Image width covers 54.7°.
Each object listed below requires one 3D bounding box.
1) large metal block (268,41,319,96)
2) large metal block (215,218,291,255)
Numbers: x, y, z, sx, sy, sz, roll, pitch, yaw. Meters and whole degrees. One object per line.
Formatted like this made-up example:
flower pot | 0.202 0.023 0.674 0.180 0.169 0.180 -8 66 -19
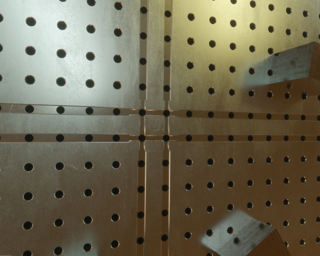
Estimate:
large metal block | 0.228 -0.085 0.470 0.081 0.080 0.050 13 86 -20
large metal block | 0.143 0.195 0.454 0.080 0.050 0.080 -34 101 -17
